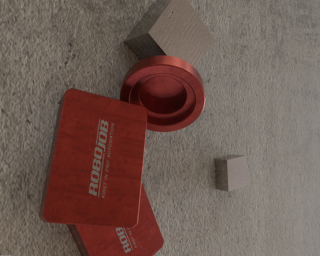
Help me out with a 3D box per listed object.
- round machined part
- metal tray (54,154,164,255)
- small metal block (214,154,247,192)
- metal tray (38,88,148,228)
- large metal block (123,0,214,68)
[{"bbox_3d":[0.004,-0.045,0.373,0.098,0.098,0.042,45,30,-31],"label":"round machined part"},{"bbox_3d":[-0.054,0.106,0.358,0.091,0.030,0.129,-30,109,-36],"label":"metal tray"},{"bbox_3d":[0.116,0.072,0.505,0.050,0.025,0.050,-6,94,-40],"label":"small metal block"},{"bbox_3d":[-0.064,0.033,0.319,0.091,0.030,0.130,13,70,-25],"label":"metal tray"},{"bbox_3d":[0.014,-0.114,0.402,0.080,0.050,0.080,45,63,-31],"label":"large metal block"}]
